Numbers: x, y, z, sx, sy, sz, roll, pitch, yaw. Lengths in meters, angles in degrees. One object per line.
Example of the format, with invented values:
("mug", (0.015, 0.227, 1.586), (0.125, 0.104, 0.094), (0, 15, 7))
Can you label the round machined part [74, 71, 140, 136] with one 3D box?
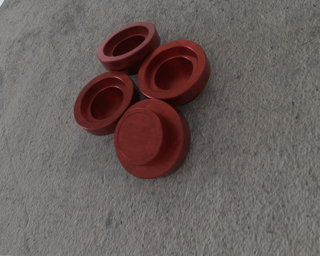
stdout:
("round machined part", (-0.072, -0.031, 0.450), (0.098, 0.042, 0.098), (-13, 56, 21))

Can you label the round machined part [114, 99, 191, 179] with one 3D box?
("round machined part", (-0.016, 0.012, 0.374), (0.098, 0.042, 0.097), (-5, 80, 29))

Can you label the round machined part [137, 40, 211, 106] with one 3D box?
("round machined part", (0.022, -0.069, 0.424), (0.098, 0.042, 0.098), (-13, 56, 21))

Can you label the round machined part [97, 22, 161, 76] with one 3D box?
("round machined part", (-0.044, -0.118, 0.481), (0.098, 0.042, 0.098), (-16, 44, 16))
